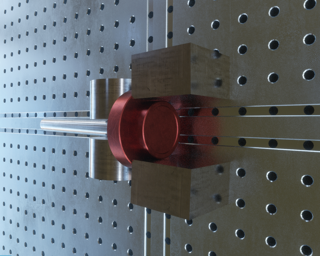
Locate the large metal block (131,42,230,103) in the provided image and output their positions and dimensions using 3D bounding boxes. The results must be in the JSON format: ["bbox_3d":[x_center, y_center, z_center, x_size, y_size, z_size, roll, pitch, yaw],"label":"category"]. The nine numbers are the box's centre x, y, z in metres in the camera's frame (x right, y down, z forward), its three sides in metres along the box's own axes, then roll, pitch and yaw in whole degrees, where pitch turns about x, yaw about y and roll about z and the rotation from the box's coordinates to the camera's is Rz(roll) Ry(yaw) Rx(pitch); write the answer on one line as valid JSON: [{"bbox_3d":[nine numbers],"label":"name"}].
[{"bbox_3d":[0.025,-0.058,0.354,0.080,0.081,0.050,0,90,40],"label":"large metal block"}]

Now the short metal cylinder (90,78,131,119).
[{"bbox_3d":[-0.053,-0.037,0.418,0.080,0.081,0.050,1,91,40],"label":"short metal cylinder"}]

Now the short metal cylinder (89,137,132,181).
[{"bbox_3d":[-0.054,0.038,0.418,0.080,0.081,0.050,2,92,40],"label":"short metal cylinder"}]

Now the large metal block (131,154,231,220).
[{"bbox_3d":[0.024,0.062,0.354,0.080,0.081,0.050,4,93,40],"label":"large metal block"}]

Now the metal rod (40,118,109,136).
[{"bbox_3d":[-0.107,-0.001,0.483,0.300,0.025,0.025,3,92,44],"label":"metal rod"}]

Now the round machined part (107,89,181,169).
[{"bbox_3d":[-0.012,0.002,0.371,0.042,0.099,0.097,1,91,40],"label":"round machined part"}]
